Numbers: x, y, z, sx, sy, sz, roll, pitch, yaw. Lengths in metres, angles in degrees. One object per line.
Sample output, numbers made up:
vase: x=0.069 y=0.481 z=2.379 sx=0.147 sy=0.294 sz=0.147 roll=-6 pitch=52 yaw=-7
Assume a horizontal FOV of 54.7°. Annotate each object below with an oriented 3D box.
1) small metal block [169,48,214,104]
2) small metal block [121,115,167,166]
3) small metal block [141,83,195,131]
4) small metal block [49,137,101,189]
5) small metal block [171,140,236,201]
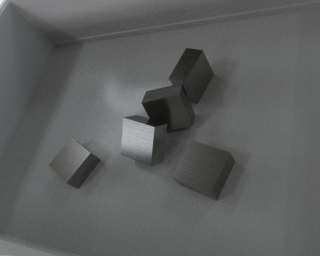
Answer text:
small metal block: x=0.043 y=-0.068 z=0.408 sx=0.025 sy=0.050 sz=0.050 roll=18 pitch=71 yaw=35
small metal block: x=-0.021 y=0.015 z=0.390 sx=0.050 sy=0.025 sz=0.050 roll=17 pitch=109 yaw=34
small metal block: x=0.012 y=-0.025 z=0.394 sx=0.050 sy=0.050 sz=0.025 roll=-10 pitch=37 yaw=22
small metal block: x=-0.120 y=0.049 z=0.437 sx=0.050 sy=0.025 sz=0.050 roll=30 pitch=78 yaw=37
small metal block: x=0.049 y=0.047 z=0.350 sx=0.050 sy=0.025 sz=0.050 roll=18 pitch=71 yaw=34
